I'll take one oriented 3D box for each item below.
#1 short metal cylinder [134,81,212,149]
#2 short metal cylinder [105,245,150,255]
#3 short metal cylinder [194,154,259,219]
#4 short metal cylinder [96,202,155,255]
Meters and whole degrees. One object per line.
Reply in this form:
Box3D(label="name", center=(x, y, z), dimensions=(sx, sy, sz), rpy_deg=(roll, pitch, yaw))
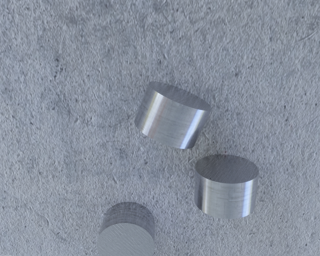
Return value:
Box3D(label="short metal cylinder", center=(0.015, -0.017, 0.374), dimensions=(0.080, 0.080, 0.050), rpy_deg=(20, 109, -7))
Box3D(label="short metal cylinder", center=(-0.052, 0.231, 0.481), dimensions=(0.081, 0.050, 0.079), rpy_deg=(0, 110, 0))
Box3D(label="short metal cylinder", center=(0.086, 0.075, 0.409), dimensions=(0.080, 0.080, 0.050), rpy_deg=(-1, 110, 0))
Box3D(label="short metal cylinder", center=(-0.048, 0.156, 0.454), dimensions=(0.081, 0.050, 0.079), rpy_deg=(0, 110, 0))
